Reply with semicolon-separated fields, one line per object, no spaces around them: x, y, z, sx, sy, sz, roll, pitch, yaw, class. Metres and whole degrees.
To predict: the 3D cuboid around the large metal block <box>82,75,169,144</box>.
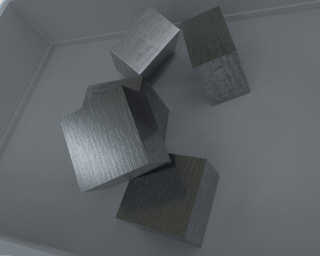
-0.043;-0.018;0.403;0.080;0.080;0.050;-6;59;25;large metal block

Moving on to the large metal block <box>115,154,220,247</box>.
0.011;0.074;0.338;0.080;0.050;0.080;6;65;30;large metal block

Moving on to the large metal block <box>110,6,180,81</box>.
-0.021;-0.108;0.437;0.050;0.080;0.080;40;83;3;large metal block

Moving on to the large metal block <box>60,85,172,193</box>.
-0.046;0.013;0.321;0.080;0.050;0.080;-26;75;21;large metal block

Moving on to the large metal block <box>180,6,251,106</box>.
0.070;-0.087;0.387;0.050;0.080;0.080;-20;54;16;large metal block
